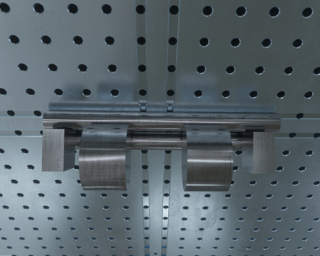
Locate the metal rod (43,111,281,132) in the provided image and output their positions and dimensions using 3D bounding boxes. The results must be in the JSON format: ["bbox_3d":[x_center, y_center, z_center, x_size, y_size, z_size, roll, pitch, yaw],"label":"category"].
[{"bbox_3d":[0.003,-0.008,0.405,0.302,0.025,0.025,1,130,-1],"label":"metal rod"}]

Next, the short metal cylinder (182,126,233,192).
[{"bbox_3d":[0.055,0.037,0.379,0.050,0.080,0.079,1,130,-1],"label":"short metal cylinder"}]

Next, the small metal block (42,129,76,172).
[{"bbox_3d":[-0.125,0.027,0.387,0.025,0.050,0.050,1,88,0],"label":"small metal block"}]

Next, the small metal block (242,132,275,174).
[{"bbox_3d":[0.123,0.030,0.392,0.025,0.050,0.050,1,89,0],"label":"small metal block"}]

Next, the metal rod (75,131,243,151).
[{"bbox_3d":[0.000,0.018,0.427,0.302,0.025,0.025,1,130,-1],"label":"metal rod"}]

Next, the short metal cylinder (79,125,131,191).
[{"bbox_3d":[-0.063,0.036,0.377,0.050,0.080,0.079,1,130,-1],"label":"short metal cylinder"}]
